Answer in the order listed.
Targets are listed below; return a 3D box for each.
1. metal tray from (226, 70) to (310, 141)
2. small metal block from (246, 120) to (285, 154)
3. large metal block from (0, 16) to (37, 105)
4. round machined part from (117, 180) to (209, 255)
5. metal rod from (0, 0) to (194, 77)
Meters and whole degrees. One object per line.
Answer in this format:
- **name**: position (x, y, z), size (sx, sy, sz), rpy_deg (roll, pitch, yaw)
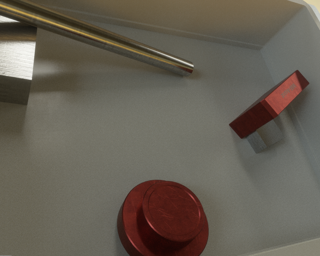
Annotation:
- **metal tray**: position (0.173, -0.037, 0.499), size (0.131, 0.090, 0.030), rpy_deg (-35, 84, -38)
- **small metal block**: position (0.162, 0.007, 0.491), size (0.050, 0.025, 0.050), rpy_deg (-19, 72, -36)
- **large metal block**: position (-0.183, -0.077, 0.338), size (0.081, 0.050, 0.080), rpy_deg (7, 59, -25)
- **round machined part**: position (0.008, 0.096, 0.328), size (0.099, 0.042, 0.098), rpy_deg (15, 43, -14)
- **metal rod**: position (-0.072, -0.114, 0.395), size (0.302, 0.025, 0.025), rpy_deg (10, 57, -39)
